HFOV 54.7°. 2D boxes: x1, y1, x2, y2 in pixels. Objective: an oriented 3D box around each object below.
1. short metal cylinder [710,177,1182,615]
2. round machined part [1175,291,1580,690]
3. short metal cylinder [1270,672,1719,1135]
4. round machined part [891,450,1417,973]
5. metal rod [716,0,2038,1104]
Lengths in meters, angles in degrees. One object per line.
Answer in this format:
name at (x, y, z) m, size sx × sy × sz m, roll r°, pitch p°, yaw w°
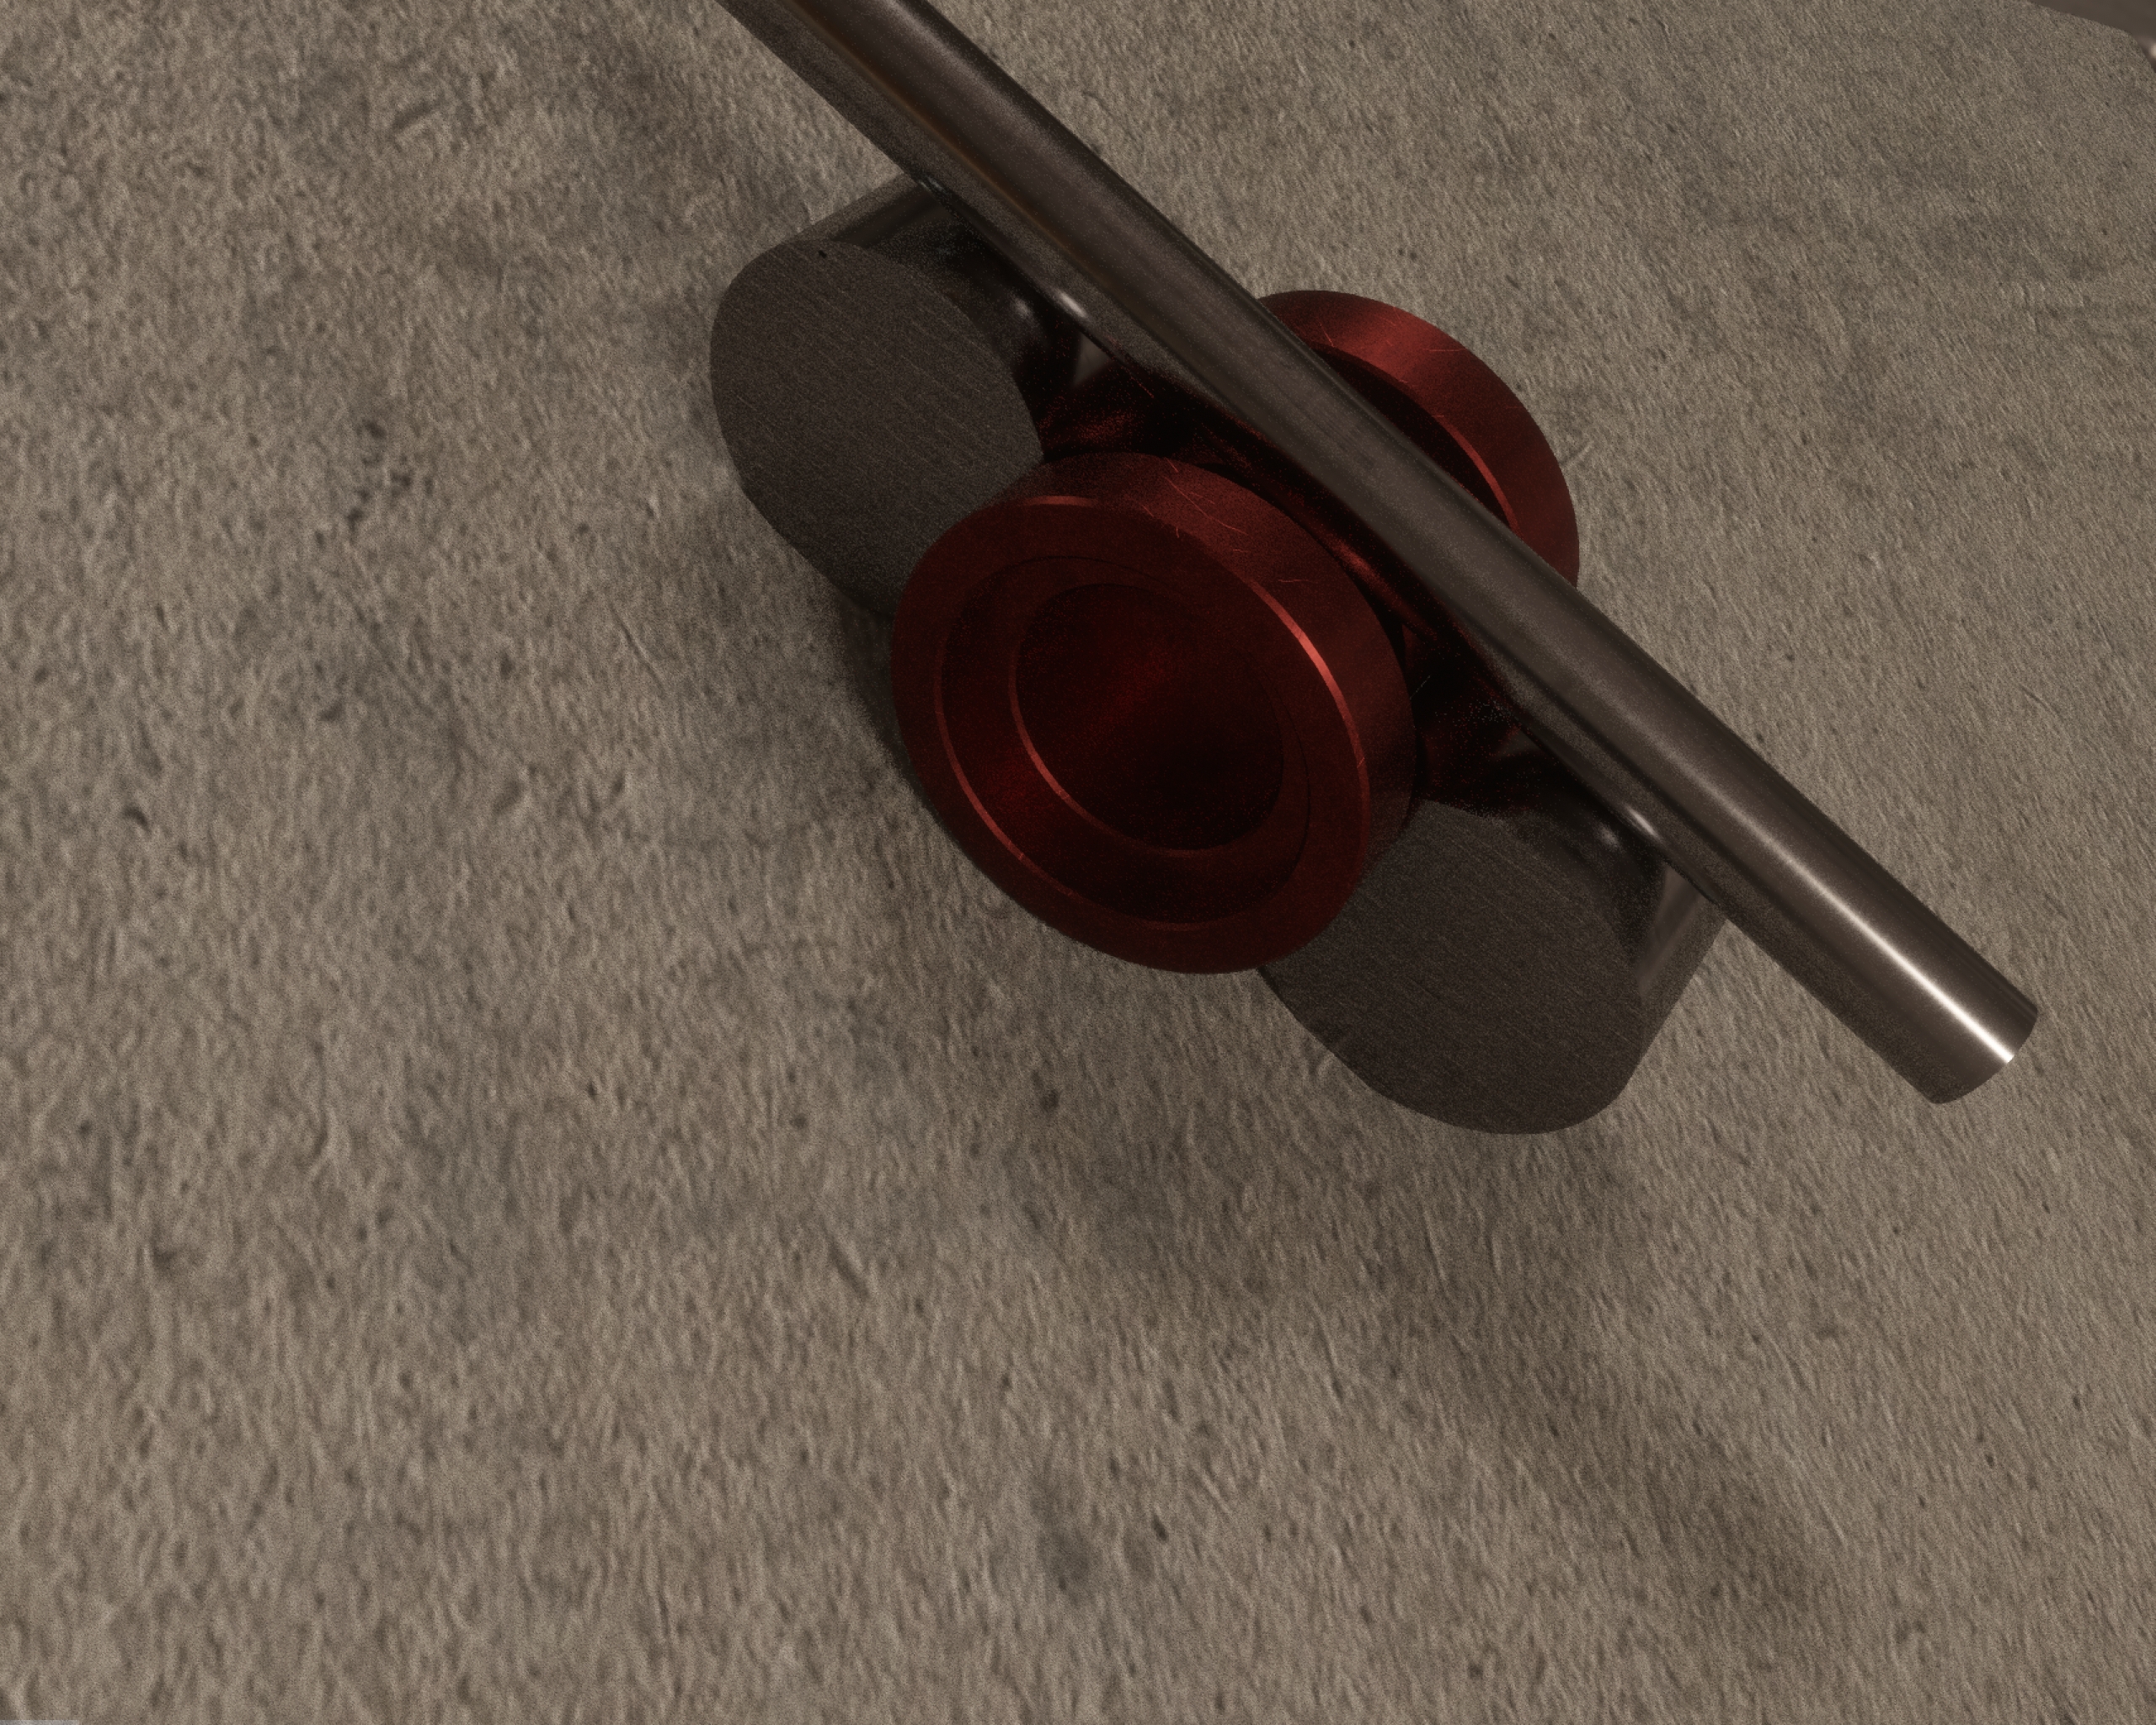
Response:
short metal cylinder at (-0.025, -0.094, 0.415) m, size 0.080 × 0.080 × 0.050 m, roll 43°, pitch 51°, yaw 1°
round machined part at (0.047, -0.062, 0.424) m, size 0.098 × 0.098 × 0.042 m, roll 43°, pitch 55°, yaw 1°
short metal cylinder at (0.082, 0.007, 0.412) m, size 0.080 × 0.080 × 0.050 m, roll 43°, pitch 51°, yaw 1°
round machined part at (0.017, -0.031, 0.387) m, size 0.098 × 0.097 × 0.042 m, roll 43°, pitch 47°, yaw 1°
metal rod at (0.050, -0.067, 0.373) m, size 0.300 × 0.025 × 0.025 m, roll 42°, pitch 51°, yaw 0°
